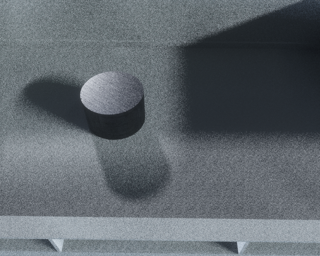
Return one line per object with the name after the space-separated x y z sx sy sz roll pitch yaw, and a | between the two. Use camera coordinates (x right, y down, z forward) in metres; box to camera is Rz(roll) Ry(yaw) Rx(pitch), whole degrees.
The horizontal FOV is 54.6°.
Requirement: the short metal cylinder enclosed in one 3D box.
-0.061 -0.031 0.415 0.080 0.050 0.080 0 50 0 | short metal cylinder
